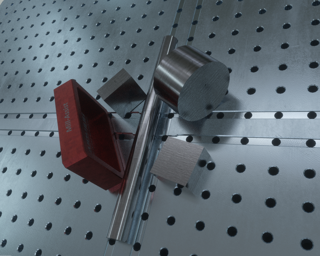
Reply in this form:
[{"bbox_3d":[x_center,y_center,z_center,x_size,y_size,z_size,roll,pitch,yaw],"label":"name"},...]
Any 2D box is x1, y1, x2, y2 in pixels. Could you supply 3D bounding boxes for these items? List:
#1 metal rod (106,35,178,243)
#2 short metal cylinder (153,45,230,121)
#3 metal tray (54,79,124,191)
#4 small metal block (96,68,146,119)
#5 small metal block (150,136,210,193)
[{"bbox_3d":[-0.017,-0.003,0.417,0.025,0.025,0.300,0,61,28],"label":"metal rod"},{"bbox_3d":[0.039,-0.055,0.385,0.080,0.080,0.050,-44,51,-3],"label":"short metal cylinder"},{"bbox_3d":[-0.093,0.008,0.408,0.030,0.090,0.130,-29,52,10],"label":"metal tray"},{"bbox_3d":[-0.054,-0.049,0.448,0.050,0.050,0.025,-41,51,0],"label":"small metal block"},{"bbox_3d":[0.024,0.043,0.369,0.050,0.025,0.050,16,70,34],"label":"small metal block"}]
